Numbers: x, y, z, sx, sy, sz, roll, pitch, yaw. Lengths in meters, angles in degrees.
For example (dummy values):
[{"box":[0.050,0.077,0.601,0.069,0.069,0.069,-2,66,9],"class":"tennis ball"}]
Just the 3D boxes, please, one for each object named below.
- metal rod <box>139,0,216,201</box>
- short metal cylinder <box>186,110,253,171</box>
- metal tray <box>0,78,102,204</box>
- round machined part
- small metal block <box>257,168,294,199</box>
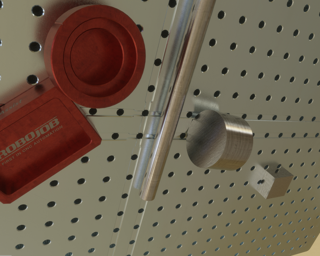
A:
[{"box":[0.018,-0.029,0.404,0.025,0.025,0.298,1,118,-30],"class":"metal rod"},{"box":[0.082,0.018,0.434,0.050,0.080,0.079,11,113,-33],"class":"short metal cylinder"},{"box":[-0.143,0.015,0.339,0.130,0.030,0.090,-34,129,-6],"class":"metal tray"},{"box":[-0.067,-0.072,0.311,0.099,0.042,0.097,-16,117,-33],"class":"round machined part"},{"box":[0.226,0.108,0.605,0.050,0.025,0.050,-2,119,-28],"class":"small metal block"}]
